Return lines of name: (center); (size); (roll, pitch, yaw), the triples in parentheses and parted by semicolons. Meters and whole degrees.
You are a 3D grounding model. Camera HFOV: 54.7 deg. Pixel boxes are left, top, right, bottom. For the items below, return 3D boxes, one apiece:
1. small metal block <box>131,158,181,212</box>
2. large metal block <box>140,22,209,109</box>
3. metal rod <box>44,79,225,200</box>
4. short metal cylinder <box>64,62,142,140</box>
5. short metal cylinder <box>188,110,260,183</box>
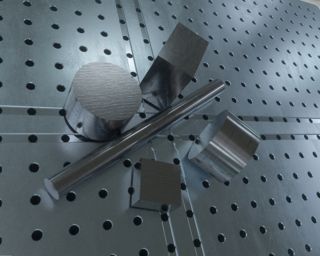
small metal block: (-0.004, 0.067, 0.361); (0.050, 0.025, 0.050); (14, 56, -21)
large metal block: (0.016, -0.083, 0.428); (0.050, 0.080, 0.080); (32, 52, -8)
metal rod: (-0.008, -0.003, 0.401); (0.302, 0.025, 0.025); (-32, 80, -38)
short metal cylinder: (-0.068, -0.032, 0.370); (0.081, 0.050, 0.080); (14, 56, -21)
short metal cylinder: (0.081, 0.023, 0.398); (0.050, 0.080, 0.080); (38, 51, -4)
